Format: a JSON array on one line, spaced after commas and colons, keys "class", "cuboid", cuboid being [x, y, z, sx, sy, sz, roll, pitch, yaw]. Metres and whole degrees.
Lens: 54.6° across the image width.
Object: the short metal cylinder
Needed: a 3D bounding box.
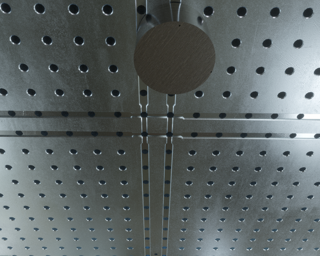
[{"class": "short metal cylinder", "cuboid": [0.014, -0.082, 0.325, 0.080, 0.050, 0.080, 0, 130, 0]}]
